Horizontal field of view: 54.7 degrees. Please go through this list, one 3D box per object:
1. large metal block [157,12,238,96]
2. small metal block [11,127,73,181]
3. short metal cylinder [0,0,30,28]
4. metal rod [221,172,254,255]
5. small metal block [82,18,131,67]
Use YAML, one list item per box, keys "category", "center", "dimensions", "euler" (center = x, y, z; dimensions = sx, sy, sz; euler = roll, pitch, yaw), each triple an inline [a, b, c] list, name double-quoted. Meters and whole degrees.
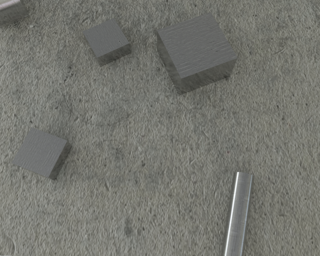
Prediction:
- category: "large metal block"
  center: [0.048, -0.103, 0.433]
  dimensions: [0.080, 0.050, 0.080]
  euler: [-21, 72, -8]
- category: "small metal block"
  center: [-0.149, 0.033, 0.394]
  dimensions: [0.050, 0.025, 0.050]
  euler: [20, 71, 6]
- category: "short metal cylinder"
  center: [-0.232, -0.191, 0.446]
  dimensions: [0.050, 0.080, 0.080]
  euler: [-26, 73, -9]
- category: "metal rod"
  center: [0.070, 0.196, 0.337]
  dimensions: [0.025, 0.025, 0.299]
  euler: [13, 70, 4]
- category: "small metal block"
  center: [-0.077, -0.125, 0.453]
  dimensions: [0.050, 0.025, 0.050]
  euler: [-27, 73, -10]
